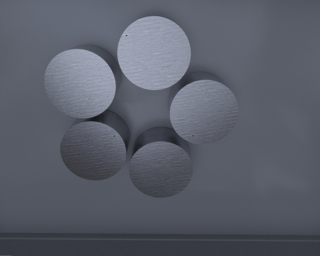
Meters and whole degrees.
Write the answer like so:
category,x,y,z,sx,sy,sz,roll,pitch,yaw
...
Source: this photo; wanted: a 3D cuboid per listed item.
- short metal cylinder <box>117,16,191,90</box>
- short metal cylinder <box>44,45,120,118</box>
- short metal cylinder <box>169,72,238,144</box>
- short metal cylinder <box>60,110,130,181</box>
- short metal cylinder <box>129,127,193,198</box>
category,x,y,z,sx,sy,sz,roll,pitch,yaw
short metal cylinder,-0.006,-0.089,0.363,0.081,0.050,0.079,0,110,0
short metal cylinder,-0.090,-0.057,0.374,0.081,0.050,0.079,0,110,0
short metal cylinder,0.052,-0.026,0.387,0.081,0.050,0.079,0,110,0
short metal cylinder,-0.082,0.021,0.403,0.081,0.050,0.079,0,110,0
short metal cylinder,0.001,0.045,0.412,0.081,0.050,0.079,0,110,0
